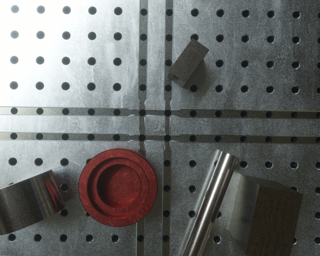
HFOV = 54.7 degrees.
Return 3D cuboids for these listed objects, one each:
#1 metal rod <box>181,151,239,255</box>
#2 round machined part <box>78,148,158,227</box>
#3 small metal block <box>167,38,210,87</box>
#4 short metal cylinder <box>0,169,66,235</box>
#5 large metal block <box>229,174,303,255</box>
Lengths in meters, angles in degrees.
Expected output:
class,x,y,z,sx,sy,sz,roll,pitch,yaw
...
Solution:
class,x,y,z,sx,sy,sz,roll,pitch,yaw
metal rod,0.041,0.175,0.414,0.025,0.025,0.299,21,90,-1
round machined part,-0.052,0.074,0.404,0.099,0.042,0.097,0,90,-1
small metal block,0.035,-0.082,0.401,0.025,0.050,0.050,36,90,-1
short metal cylinder,-0.165,0.090,0.384,0.080,0.080,0.050,-21,90,0
large metal block,0.128,0.108,0.388,0.050,0.080,0.080,12,90,0
